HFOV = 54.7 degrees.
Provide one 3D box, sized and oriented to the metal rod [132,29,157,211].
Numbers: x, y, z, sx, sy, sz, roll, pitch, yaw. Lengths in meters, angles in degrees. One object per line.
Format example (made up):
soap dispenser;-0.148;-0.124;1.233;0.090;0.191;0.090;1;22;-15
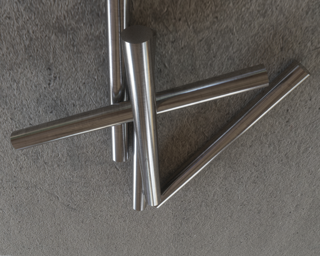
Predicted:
metal rod;-0.025;0.014;0.418;0.025;0.025;0.298;3;130;-2

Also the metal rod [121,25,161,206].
metal rod;-0.015;0.017;0.363;0.025;0.025;0.298;-1;142;1

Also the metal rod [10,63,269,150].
metal rod;-0.032;-0.020;0.355;0.301;0.025;0.025;-14;129;10

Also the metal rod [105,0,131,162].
metal rod;-0.046;-0.074;0.343;0.025;0.025;0.298;3;130;-3

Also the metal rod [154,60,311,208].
metal rod;0.077;0.026;0.429;0.025;0.025;0.298;27;125;-22
